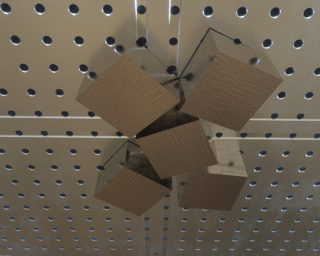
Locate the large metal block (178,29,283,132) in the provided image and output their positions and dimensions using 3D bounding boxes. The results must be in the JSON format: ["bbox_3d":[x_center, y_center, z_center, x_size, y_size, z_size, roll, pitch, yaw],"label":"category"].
[{"bbox_3d":[0.074,-0.051,0.351,0.080,0.050,0.080,18,128,-19],"label":"large metal block"}]

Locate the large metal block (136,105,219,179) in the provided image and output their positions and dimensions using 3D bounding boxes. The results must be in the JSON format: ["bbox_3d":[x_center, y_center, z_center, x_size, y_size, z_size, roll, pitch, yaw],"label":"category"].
[{"bbox_3d":[0.023,0.014,0.406,0.080,0.050,0.080,-18,128,14],"label":"large metal block"}]

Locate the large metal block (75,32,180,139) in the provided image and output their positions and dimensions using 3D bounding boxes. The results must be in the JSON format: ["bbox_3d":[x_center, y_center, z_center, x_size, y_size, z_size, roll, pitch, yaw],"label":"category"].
[{"bbox_3d":[-0.035,-0.046,0.355,0.080,0.050,0.080,-36,121,27],"label":"large metal block"}]

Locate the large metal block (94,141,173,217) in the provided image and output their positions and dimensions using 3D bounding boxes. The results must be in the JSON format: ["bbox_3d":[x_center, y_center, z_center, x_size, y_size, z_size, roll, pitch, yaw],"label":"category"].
[{"bbox_3d":[-0.039,0.077,0.458,0.080,0.050,0.080,31,123,-23],"label":"large metal block"}]

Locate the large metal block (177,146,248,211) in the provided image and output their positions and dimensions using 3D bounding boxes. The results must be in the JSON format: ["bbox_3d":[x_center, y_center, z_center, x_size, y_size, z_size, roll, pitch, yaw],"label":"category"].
[{"bbox_3d":[0.073,0.076,0.460,0.080,0.050,0.079,6,130,-6],"label":"large metal block"}]
